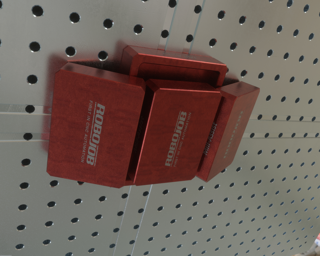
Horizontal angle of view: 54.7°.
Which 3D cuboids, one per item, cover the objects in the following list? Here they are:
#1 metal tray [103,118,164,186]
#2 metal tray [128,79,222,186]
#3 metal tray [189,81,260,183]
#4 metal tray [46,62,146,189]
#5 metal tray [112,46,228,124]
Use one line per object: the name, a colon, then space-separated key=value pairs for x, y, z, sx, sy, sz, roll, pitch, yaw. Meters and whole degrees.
metal tray: x=-0.007 y=0.032 z=0.426 sx=0.131 sy=0.030 sz=0.089 roll=0 pitch=119 yaw=-29
metal tray: x=0.015 y=0.008 z=0.383 sx=0.091 sy=0.030 sz=0.129 roll=-1 pitch=119 yaw=-29
metal tray: x=0.091 y=0.004 z=0.438 sx=0.091 sy=0.030 sz=0.129 roll=-21 pitch=132 yaw=-51
metal tray: x=-0.073 y=0.001 z=0.347 sx=0.091 sy=0.030 sz=0.129 roll=12 pitch=115 yaw=-6
metal tray: x=0.013 y=-0.047 z=0.387 sx=0.131 sy=0.030 sz=0.089 roll=0 pitch=119 yaw=-29
